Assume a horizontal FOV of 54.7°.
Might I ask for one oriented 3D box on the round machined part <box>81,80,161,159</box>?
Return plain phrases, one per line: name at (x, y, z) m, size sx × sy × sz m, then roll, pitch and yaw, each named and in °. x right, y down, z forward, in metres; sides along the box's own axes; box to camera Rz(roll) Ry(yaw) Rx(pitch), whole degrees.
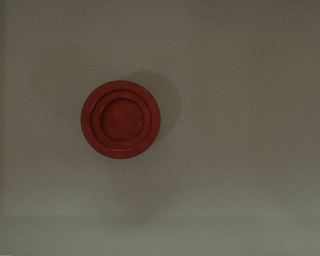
round machined part at (-0.049, -0.010, 0.402) m, size 0.099 × 0.042 × 0.097 m, roll 0°, pitch 90°, yaw -1°
